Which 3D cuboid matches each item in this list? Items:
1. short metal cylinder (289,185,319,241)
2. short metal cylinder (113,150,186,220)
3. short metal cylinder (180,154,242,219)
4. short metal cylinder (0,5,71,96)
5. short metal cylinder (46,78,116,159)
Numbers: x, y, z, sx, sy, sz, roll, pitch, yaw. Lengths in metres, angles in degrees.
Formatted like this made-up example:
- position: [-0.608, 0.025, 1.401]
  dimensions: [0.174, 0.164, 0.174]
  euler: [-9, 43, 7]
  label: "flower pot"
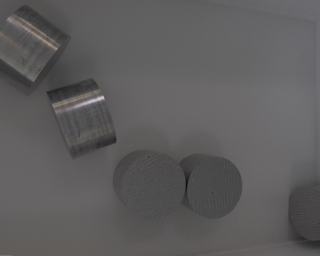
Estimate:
- position: [0.245, 0.128, 0.472]
  dimensions: [0.050, 0.080, 0.080]
  euler: [3, 89, -20]
  label: "short metal cylinder"
- position: [-0.015, 0.069, 0.392]
  dimensions: [0.081, 0.050, 0.080]
  euler: [0, 90, -20]
  label: "short metal cylinder"
- position: [0.063, 0.077, 0.420]
  dimensions: [0.081, 0.050, 0.080]
  euler: [0, 90, -20]
  label: "short metal cylinder"
- position: [-0.140, -0.081, 0.330]
  dimensions: [0.050, 0.080, 0.080]
  euler: [35, 79, -17]
  label: "short metal cylinder"
- position: [-0.089, -0.010, 0.349]
  dimensions: [0.050, 0.080, 0.080]
  euler: [-21, 97, -19]
  label: "short metal cylinder"
